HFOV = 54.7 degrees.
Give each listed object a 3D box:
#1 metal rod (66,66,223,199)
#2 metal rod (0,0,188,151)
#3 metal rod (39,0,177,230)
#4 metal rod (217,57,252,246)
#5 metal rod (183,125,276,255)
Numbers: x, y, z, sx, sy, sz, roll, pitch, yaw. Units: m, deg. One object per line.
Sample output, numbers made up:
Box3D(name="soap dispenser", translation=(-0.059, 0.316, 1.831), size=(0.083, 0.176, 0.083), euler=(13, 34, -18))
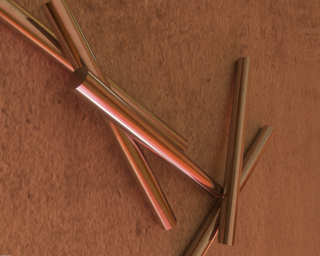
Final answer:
Box3D(name="metal rod", translation=(0.007, 0.027, 0.373), size=(0.300, 0.025, 0.025), euler=(42, 64, -45))
Box3D(name="metal rod", translation=(-0.070, -0.052, 0.347), size=(0.301, 0.025, 0.025), euler=(38, 67, -34))
Box3D(name="metal rod", translation=(-0.043, 0.006, 0.348), size=(0.025, 0.025, 0.299), euler=(-43, 123, -32))
Box3D(name="metal rod", translation=(0.120, 0.027, 0.489), size=(0.025, 0.025, 0.299), euler=(22, 70, -38))
Box3D(name="metal rod", translation=(0.118, 0.104, 0.506), size=(0.301, 0.025, 0.025), euler=(-50, 120, -29))
